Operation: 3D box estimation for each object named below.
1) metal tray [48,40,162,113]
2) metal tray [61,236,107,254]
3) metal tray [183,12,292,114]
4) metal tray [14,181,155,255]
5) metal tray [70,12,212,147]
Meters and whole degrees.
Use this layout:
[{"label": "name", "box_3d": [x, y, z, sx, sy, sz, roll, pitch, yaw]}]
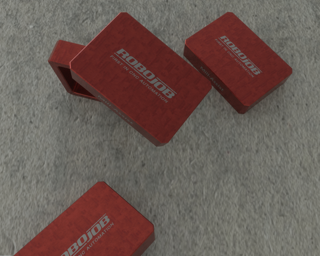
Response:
[{"label": "metal tray", "box_3d": [-0.063, -0.060, 0.394, 0.131, 0.090, 0.030, 15, 71, 5]}, {"label": "metal tray", "box_3d": [-0.101, 0.190, 0.335, 0.130, 0.030, 0.090, -41, 75, -14]}, {"label": "metal tray", "box_3d": [0.108, -0.095, 0.442, 0.090, 0.030, 0.130, -36, 74, -13]}, {"label": "metal tray", "box_3d": [-0.080, 0.131, 0.331, 0.090, 0.030, 0.131, 35, 60, 25]}, {"label": "metal tray", "box_3d": [-0.020, -0.053, 0.342, 0.130, 0.030, 0.090, 39, 74, -2]}]
